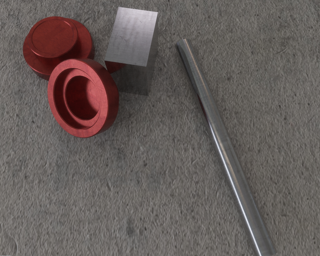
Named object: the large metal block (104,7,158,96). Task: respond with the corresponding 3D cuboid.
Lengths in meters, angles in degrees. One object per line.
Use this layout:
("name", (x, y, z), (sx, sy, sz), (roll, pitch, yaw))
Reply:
("large metal block", (-0.034, -0.099, 0.415), (0.050, 0.080, 0.080), (9, 70, 3))

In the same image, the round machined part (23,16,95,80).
("round machined part", (-0.146, -0.119, 0.441), (0.099, 0.042, 0.098), (0, 70, 0))

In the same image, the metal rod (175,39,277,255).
("metal rod", (0.078, 0.012, 0.404), (0.025, 0.025, 0.299), (-16, 71, -6))

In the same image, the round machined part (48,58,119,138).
("round machined part", (-0.092, -0.039, 0.395), (0.098, 0.042, 0.097), (8, 108, 27))
